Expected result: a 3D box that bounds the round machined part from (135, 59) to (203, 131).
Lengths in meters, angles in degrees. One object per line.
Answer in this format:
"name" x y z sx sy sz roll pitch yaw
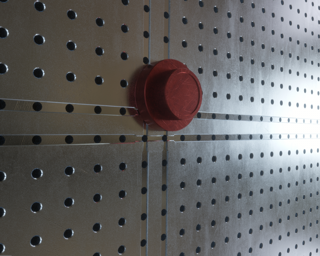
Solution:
"round machined part" 0.019 -0.044 0.416 0.099 0.042 0.097 0 90 -40
